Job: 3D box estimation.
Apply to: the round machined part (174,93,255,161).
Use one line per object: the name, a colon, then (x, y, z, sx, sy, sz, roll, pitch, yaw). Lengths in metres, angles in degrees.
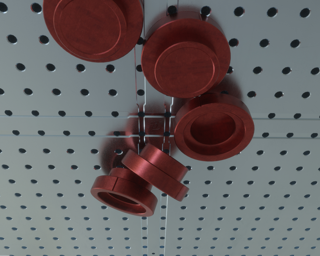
round machined part: (0.066, -0.005, 0.397, 0.099, 0.042, 0.097, -1, 131, 0)

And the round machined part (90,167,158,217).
round machined part: (-0.050, 0.093, 0.463, 0.098, 0.042, 0.098, 15, 150, 9)

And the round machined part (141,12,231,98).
round machined part: (0.028, -0.072, 0.340, 0.099, 0.042, 0.097, 0, 130, 0)

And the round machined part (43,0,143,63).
round machined part: (-0.066, -0.108, 0.308, 0.099, 0.042, 0.097, -1, 130, -1)

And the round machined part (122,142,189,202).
round machined part: (0.000, 0.055, 0.424, 0.098, 0.098, 0.042, 37, 83, -28)
